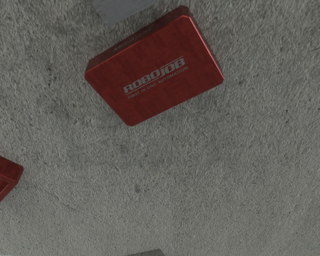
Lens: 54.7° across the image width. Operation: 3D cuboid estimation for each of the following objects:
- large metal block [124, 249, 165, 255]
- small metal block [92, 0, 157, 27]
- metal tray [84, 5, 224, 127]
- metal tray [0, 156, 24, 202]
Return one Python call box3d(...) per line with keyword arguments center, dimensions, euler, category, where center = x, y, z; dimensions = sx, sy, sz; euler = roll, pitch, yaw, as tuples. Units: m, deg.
box3d(center=(-0.023, 0.303, 0.648), dimensions=(0.080, 0.050, 0.080), euler=(-17, 128, 13), category="large metal block")
box3d(center=(-0.031, -0.124, 0.285), dimensions=(0.050, 0.050, 0.025), euler=(-20, 127, 16), category="small metal block")
box3d(center=(-0.006, -0.064, 0.350), dimensions=(0.130, 0.030, 0.090), euler=(-25, 126, 19), category="metal tray")
box3d(center=(-0.282, 0.084, 0.472), dimensions=(0.090, 0.030, 0.130), euler=(34, 122, -26), category="metal tray")
